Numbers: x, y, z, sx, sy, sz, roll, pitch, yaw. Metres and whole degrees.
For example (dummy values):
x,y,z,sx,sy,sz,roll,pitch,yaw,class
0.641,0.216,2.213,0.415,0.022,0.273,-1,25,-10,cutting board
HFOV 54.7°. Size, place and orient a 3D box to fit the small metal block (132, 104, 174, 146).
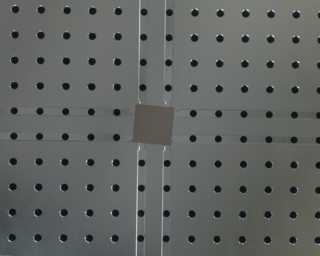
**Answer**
x,y,z,sx,sy,sz,roll,pitch,yaw,class
-0.009,-0.004,0.413,0.050,0.025,0.050,5,90,-1,small metal block
